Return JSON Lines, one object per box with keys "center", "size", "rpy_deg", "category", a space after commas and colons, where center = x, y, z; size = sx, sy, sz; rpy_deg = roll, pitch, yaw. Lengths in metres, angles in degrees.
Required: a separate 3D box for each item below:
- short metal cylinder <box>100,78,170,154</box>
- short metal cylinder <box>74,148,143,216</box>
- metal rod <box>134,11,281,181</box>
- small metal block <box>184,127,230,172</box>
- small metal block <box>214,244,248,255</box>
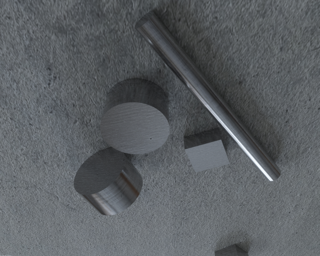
{"center": [-0.029, -0.014, 0.379], "size": [0.081, 0.050, 0.079], "rpy_deg": [0, 130, 0], "category": "short metal cylinder"}
{"center": [-0.071, 0.074, 0.433], "size": [0.080, 0.080, 0.050], "rpy_deg": [-20, 127, 16], "category": "short metal cylinder"}
{"center": [0.077, -0.020, 0.390], "size": [0.025, 0.025, 0.300], "rpy_deg": [-31, 124, 23], "category": "metal rod"}
{"center": [0.066, 0.032, 0.435], "size": [0.050, 0.025, 0.050], "rpy_deg": [-17, 128, 13], "category": "small metal block"}
{"center": [0.149, 0.268, 0.637], "size": [0.050, 0.025, 0.050], "rpy_deg": [-33, 123, 25], "category": "small metal block"}
